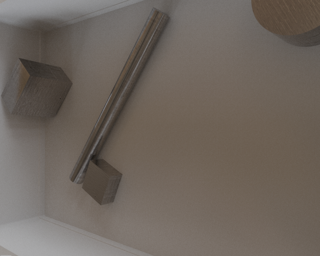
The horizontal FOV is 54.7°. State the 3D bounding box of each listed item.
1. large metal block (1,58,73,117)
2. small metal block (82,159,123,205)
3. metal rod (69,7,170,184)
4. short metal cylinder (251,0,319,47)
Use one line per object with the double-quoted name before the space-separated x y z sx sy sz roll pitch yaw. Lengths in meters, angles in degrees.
"large metal block" -0.215 -0.067 0.542 0.050 0.080 0.080 49 115 28
"small metal block" -0.090 0.082 0.479 0.050 0.025 0.050 30 109 35
"metal rod" -0.069 -0.033 0.460 0.025 0.025 0.298 45 117 30
"short metal cylinder" 0.132 -0.119 0.281 0.080 0.050 0.079 0 90 39
